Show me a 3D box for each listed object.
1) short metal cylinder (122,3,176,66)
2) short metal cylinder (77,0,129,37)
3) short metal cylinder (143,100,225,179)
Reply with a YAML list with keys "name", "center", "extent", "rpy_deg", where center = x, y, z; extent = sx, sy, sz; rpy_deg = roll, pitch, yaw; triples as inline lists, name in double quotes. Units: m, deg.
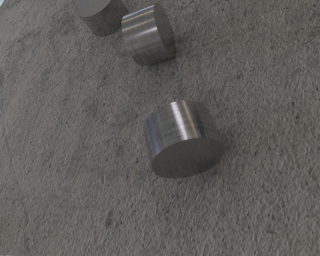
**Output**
- name: "short metal cylinder"
  center: [-0.014, -0.137, 0.461]
  extent: [0.050, 0.080, 0.080]
  rpy_deg: [-14, 56, 21]
- name: "short metal cylinder"
  center: [-0.106, -0.218, 0.578]
  extent: [0.080, 0.050, 0.080]
  rpy_deg: [-13, 56, 21]
- name: "short metal cylinder"
  center: [0.025, 0.015, 0.346]
  extent: [0.080, 0.080, 0.050]
  rpy_deg: [-25, 53, 13]
